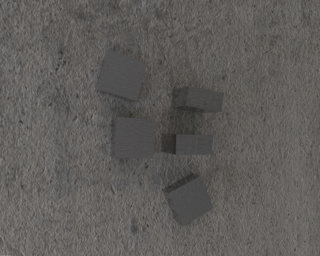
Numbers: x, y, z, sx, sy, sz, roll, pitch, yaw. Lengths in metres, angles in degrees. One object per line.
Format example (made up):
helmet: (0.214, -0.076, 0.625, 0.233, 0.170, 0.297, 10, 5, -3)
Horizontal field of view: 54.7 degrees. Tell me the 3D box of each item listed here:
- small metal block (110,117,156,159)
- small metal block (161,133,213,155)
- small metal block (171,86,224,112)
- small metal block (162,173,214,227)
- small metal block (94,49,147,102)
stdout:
small metal block: (-0.035, 0.013, 0.396, 0.050, 0.025, 0.050, 4, 89, -20)
small metal block: (0.035, 0.020, 0.408, 0.050, 0.050, 0.025, 1, 90, -20)
small metal block: (0.049, -0.037, 0.413, 0.050, 0.050, 0.025, 8, 88, -20)
small metal block: (0.038, 0.097, 0.423, 0.050, 0.025, 0.050, -25, 99, -18)
small metal block: (-0.049, -0.064, 0.391, 0.050, 0.025, 0.050, 17, 84, -19)
